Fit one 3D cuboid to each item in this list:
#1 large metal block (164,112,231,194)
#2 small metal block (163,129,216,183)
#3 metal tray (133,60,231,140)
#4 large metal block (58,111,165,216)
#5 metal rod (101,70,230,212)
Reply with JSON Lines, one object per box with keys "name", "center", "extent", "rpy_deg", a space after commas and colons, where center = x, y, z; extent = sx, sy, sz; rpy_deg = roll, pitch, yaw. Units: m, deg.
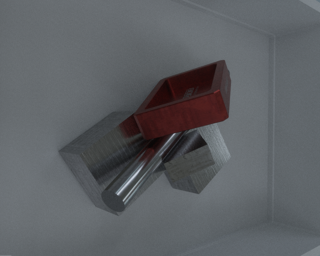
{"name": "large metal block", "center": [0.043, 0.031, 0.427], "extent": [0.080, 0.050, 0.080], "rpy_deg": [-41, 115, -32]}
{"name": "small metal block", "center": [0.029, 0.030, 0.351], "extent": [0.050, 0.050, 0.025], "rpy_deg": [-24, 109, 1]}
{"name": "metal tray", "center": [0.032, -0.037, 0.356], "extent": [0.130, 0.090, 0.030], "rpy_deg": [-62, 134, -62]}
{"name": "large metal block", "center": [-0.049, 0.036, 0.346], "extent": [0.080, 0.050, 0.080], "rpy_deg": [-41, 115, -32]}
{"name": "metal rod", "center": [0.029, -0.011, 0.383], "extent": [0.301, 0.025, 0.025], "rpy_deg": [-47, 119, -47]}
